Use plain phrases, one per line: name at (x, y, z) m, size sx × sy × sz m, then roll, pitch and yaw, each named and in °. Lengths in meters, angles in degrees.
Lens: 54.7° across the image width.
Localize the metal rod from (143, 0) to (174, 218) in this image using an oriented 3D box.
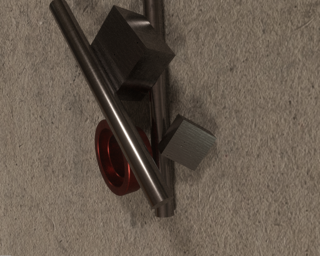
metal rod at (-0.003, -0.035, 0.409) m, size 0.025 × 0.025 × 0.298 m, roll -4°, pitch 89°, yaw 19°

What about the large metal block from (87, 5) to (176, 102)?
large metal block at (-0.040, -0.091, 0.389) m, size 0.080 × 0.050 × 0.080 m, roll -50°, pitch 61°, yaw 30°

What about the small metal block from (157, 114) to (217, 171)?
small metal block at (0.033, 0.018, 0.384) m, size 0.050 × 0.025 × 0.050 m, roll 28°, pitch 101°, yaw -20°

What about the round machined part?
round machined part at (-0.044, 0.034, 0.398) m, size 0.098 × 0.042 × 0.097 m, roll 25°, pitch 121°, yaw 52°

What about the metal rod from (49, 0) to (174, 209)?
metal rod at (-0.067, -0.045, 0.363) m, size 0.025 × 0.025 × 0.299 m, roll -37°, pitch 67°, yaw 16°
